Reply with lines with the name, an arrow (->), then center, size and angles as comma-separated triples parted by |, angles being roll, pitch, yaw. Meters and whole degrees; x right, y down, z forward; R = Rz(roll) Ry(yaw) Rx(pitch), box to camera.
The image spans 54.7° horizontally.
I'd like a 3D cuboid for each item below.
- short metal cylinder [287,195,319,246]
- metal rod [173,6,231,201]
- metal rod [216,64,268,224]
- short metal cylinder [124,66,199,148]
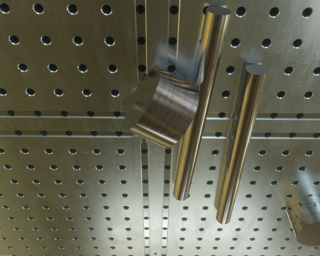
short metal cylinder -> 0.268, 0.160, 0.534 | 0.081, 0.050, 0.079 | 0, 130, 0
metal rod -> 0.046, -0.005, 0.407 | 0.025, 0.025, 0.298 | 4, 130, -3
metal rod -> 0.111, 0.046, 0.451 | 0.025, 0.025, 0.298 | 0, 130, 0
short metal cylinder -> 0.000, -0.024, 0.355 | 0.050, 0.080, 0.080 | 26, 125, -21
